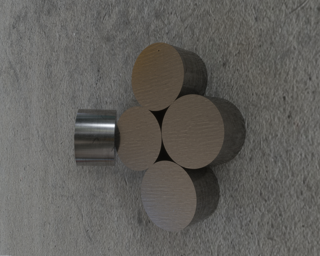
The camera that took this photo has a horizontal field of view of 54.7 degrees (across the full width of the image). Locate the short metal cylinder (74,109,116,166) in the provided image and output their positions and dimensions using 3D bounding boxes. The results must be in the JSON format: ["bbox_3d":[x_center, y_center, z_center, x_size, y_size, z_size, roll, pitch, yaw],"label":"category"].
[{"bbox_3d":[-0.088,0.014,0.436,0.080,0.050,0.080,-177,88,-84],"label":"short metal cylinder"}]

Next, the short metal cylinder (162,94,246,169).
[{"bbox_3d":[0.049,0.004,0.350,0.080,0.050,0.080,0,90,40],"label":"short metal cylinder"}]

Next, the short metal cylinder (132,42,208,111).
[{"bbox_3d":[0.011,-0.060,0.381,0.080,0.050,0.080,0,90,40],"label":"short metal cylinder"}]

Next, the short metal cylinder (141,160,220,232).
[{"bbox_3d":[0.024,0.077,0.371,0.080,0.050,0.080,0,90,40],"label":"short metal cylinder"}]

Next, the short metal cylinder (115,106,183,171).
[{"bbox_3d":[-0.013,0.013,0.401,0.080,0.050,0.080,0,90,40],"label":"short metal cylinder"}]
